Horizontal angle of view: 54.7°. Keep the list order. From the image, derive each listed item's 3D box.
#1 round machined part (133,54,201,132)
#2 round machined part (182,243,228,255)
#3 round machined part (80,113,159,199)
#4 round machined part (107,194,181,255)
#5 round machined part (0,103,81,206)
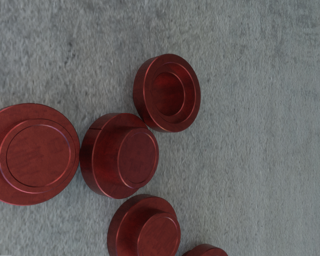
[{"bbox_3d":[0.004,-0.043,0.398,0.099,0.042,0.097,1,88,-42],"label":"round machined part"},{"bbox_3d":[0.056,0.215,0.444,0.099,0.042,0.097,0,90,-40],"label":"round machined part"},{"bbox_3d":[-0.038,0.032,0.351,0.099,0.042,0.097,-6,97,-52],"label":"round machined part"},{"bbox_3d":[-0.012,0.135,0.386,0.099,0.042,0.097,0,90,-40],"label":"round machined part"},{"bbox_3d":[-0.121,0.025,0.294,0.099,0.042,0.097,0,90,-40],"label":"round machined part"}]
